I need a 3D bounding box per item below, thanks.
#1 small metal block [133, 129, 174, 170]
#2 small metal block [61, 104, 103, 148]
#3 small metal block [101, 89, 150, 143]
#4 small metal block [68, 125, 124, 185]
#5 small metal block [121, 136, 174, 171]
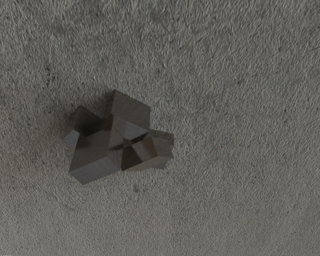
[{"bbox_3d":[-0.012,0.029,0.433,0.050,0.025,0.050,12,129,-11],"label":"small metal block"},{"bbox_3d":[-0.092,0.006,0.396,0.025,0.050,0.050,-37,121,27],"label":"small metal block"},{"bbox_3d":[-0.040,-0.014,0.380,0.050,0.050,0.025,26,125,-21],"label":"small metal block"},{"bbox_3d":[-0.071,0.031,0.352,0.050,0.050,0.025,-23,127,18],"label":"small metal block"},{"bbox_3d":[-0.018,0.034,0.388,0.050,0.025,0.050,-25,164,19],"label":"small metal block"}]
